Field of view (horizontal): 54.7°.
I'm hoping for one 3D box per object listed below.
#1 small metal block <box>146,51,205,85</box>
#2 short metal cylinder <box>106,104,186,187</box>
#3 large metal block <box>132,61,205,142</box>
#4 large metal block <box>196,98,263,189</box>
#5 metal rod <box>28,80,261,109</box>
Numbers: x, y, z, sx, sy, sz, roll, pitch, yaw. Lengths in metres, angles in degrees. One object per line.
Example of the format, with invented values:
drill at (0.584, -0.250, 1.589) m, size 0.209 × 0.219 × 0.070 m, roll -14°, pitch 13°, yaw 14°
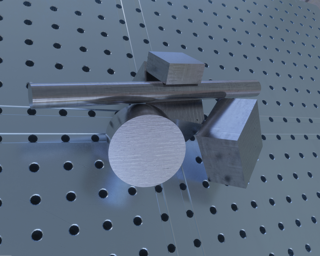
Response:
small metal block at (0.018, -0.074, 0.379) m, size 0.050 × 0.025 × 0.050 m, roll -6°, pitch 30°, yaw -31°
short metal cylinder at (-0.018, 0.017, 0.340) m, size 0.081 × 0.080 × 0.050 m, roll 18°, pitch 12°, yaw -18°
large metal block at (0.008, -0.033, 0.412) m, size 0.081 × 0.050 × 0.080 m, roll 10°, pitch 57°, yaw -23°
large metal block at (0.093, 0.017, 0.400) m, size 0.080 × 0.050 × 0.080 m, roll -53°, pitch 137°, yaw -39°
metal rod at (0.007, -0.044, 0.370) m, size 0.303 × 0.025 × 0.025 m, roll -6°, pitch 65°, yaw -31°
